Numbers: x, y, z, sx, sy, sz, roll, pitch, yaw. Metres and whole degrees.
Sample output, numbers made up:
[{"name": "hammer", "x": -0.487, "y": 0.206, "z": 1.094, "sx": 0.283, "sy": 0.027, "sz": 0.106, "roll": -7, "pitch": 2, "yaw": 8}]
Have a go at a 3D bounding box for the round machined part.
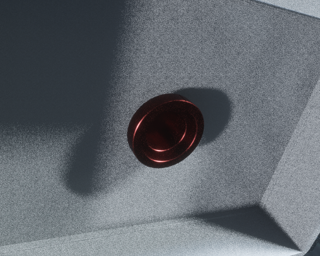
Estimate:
[{"name": "round machined part", "x": 0.004, "y": 0.000, "z": 0.399, "sx": 0.099, "sy": 0.042, "sz": 0.097, "roll": -14, "pitch": 124, "yaw": -21}]
